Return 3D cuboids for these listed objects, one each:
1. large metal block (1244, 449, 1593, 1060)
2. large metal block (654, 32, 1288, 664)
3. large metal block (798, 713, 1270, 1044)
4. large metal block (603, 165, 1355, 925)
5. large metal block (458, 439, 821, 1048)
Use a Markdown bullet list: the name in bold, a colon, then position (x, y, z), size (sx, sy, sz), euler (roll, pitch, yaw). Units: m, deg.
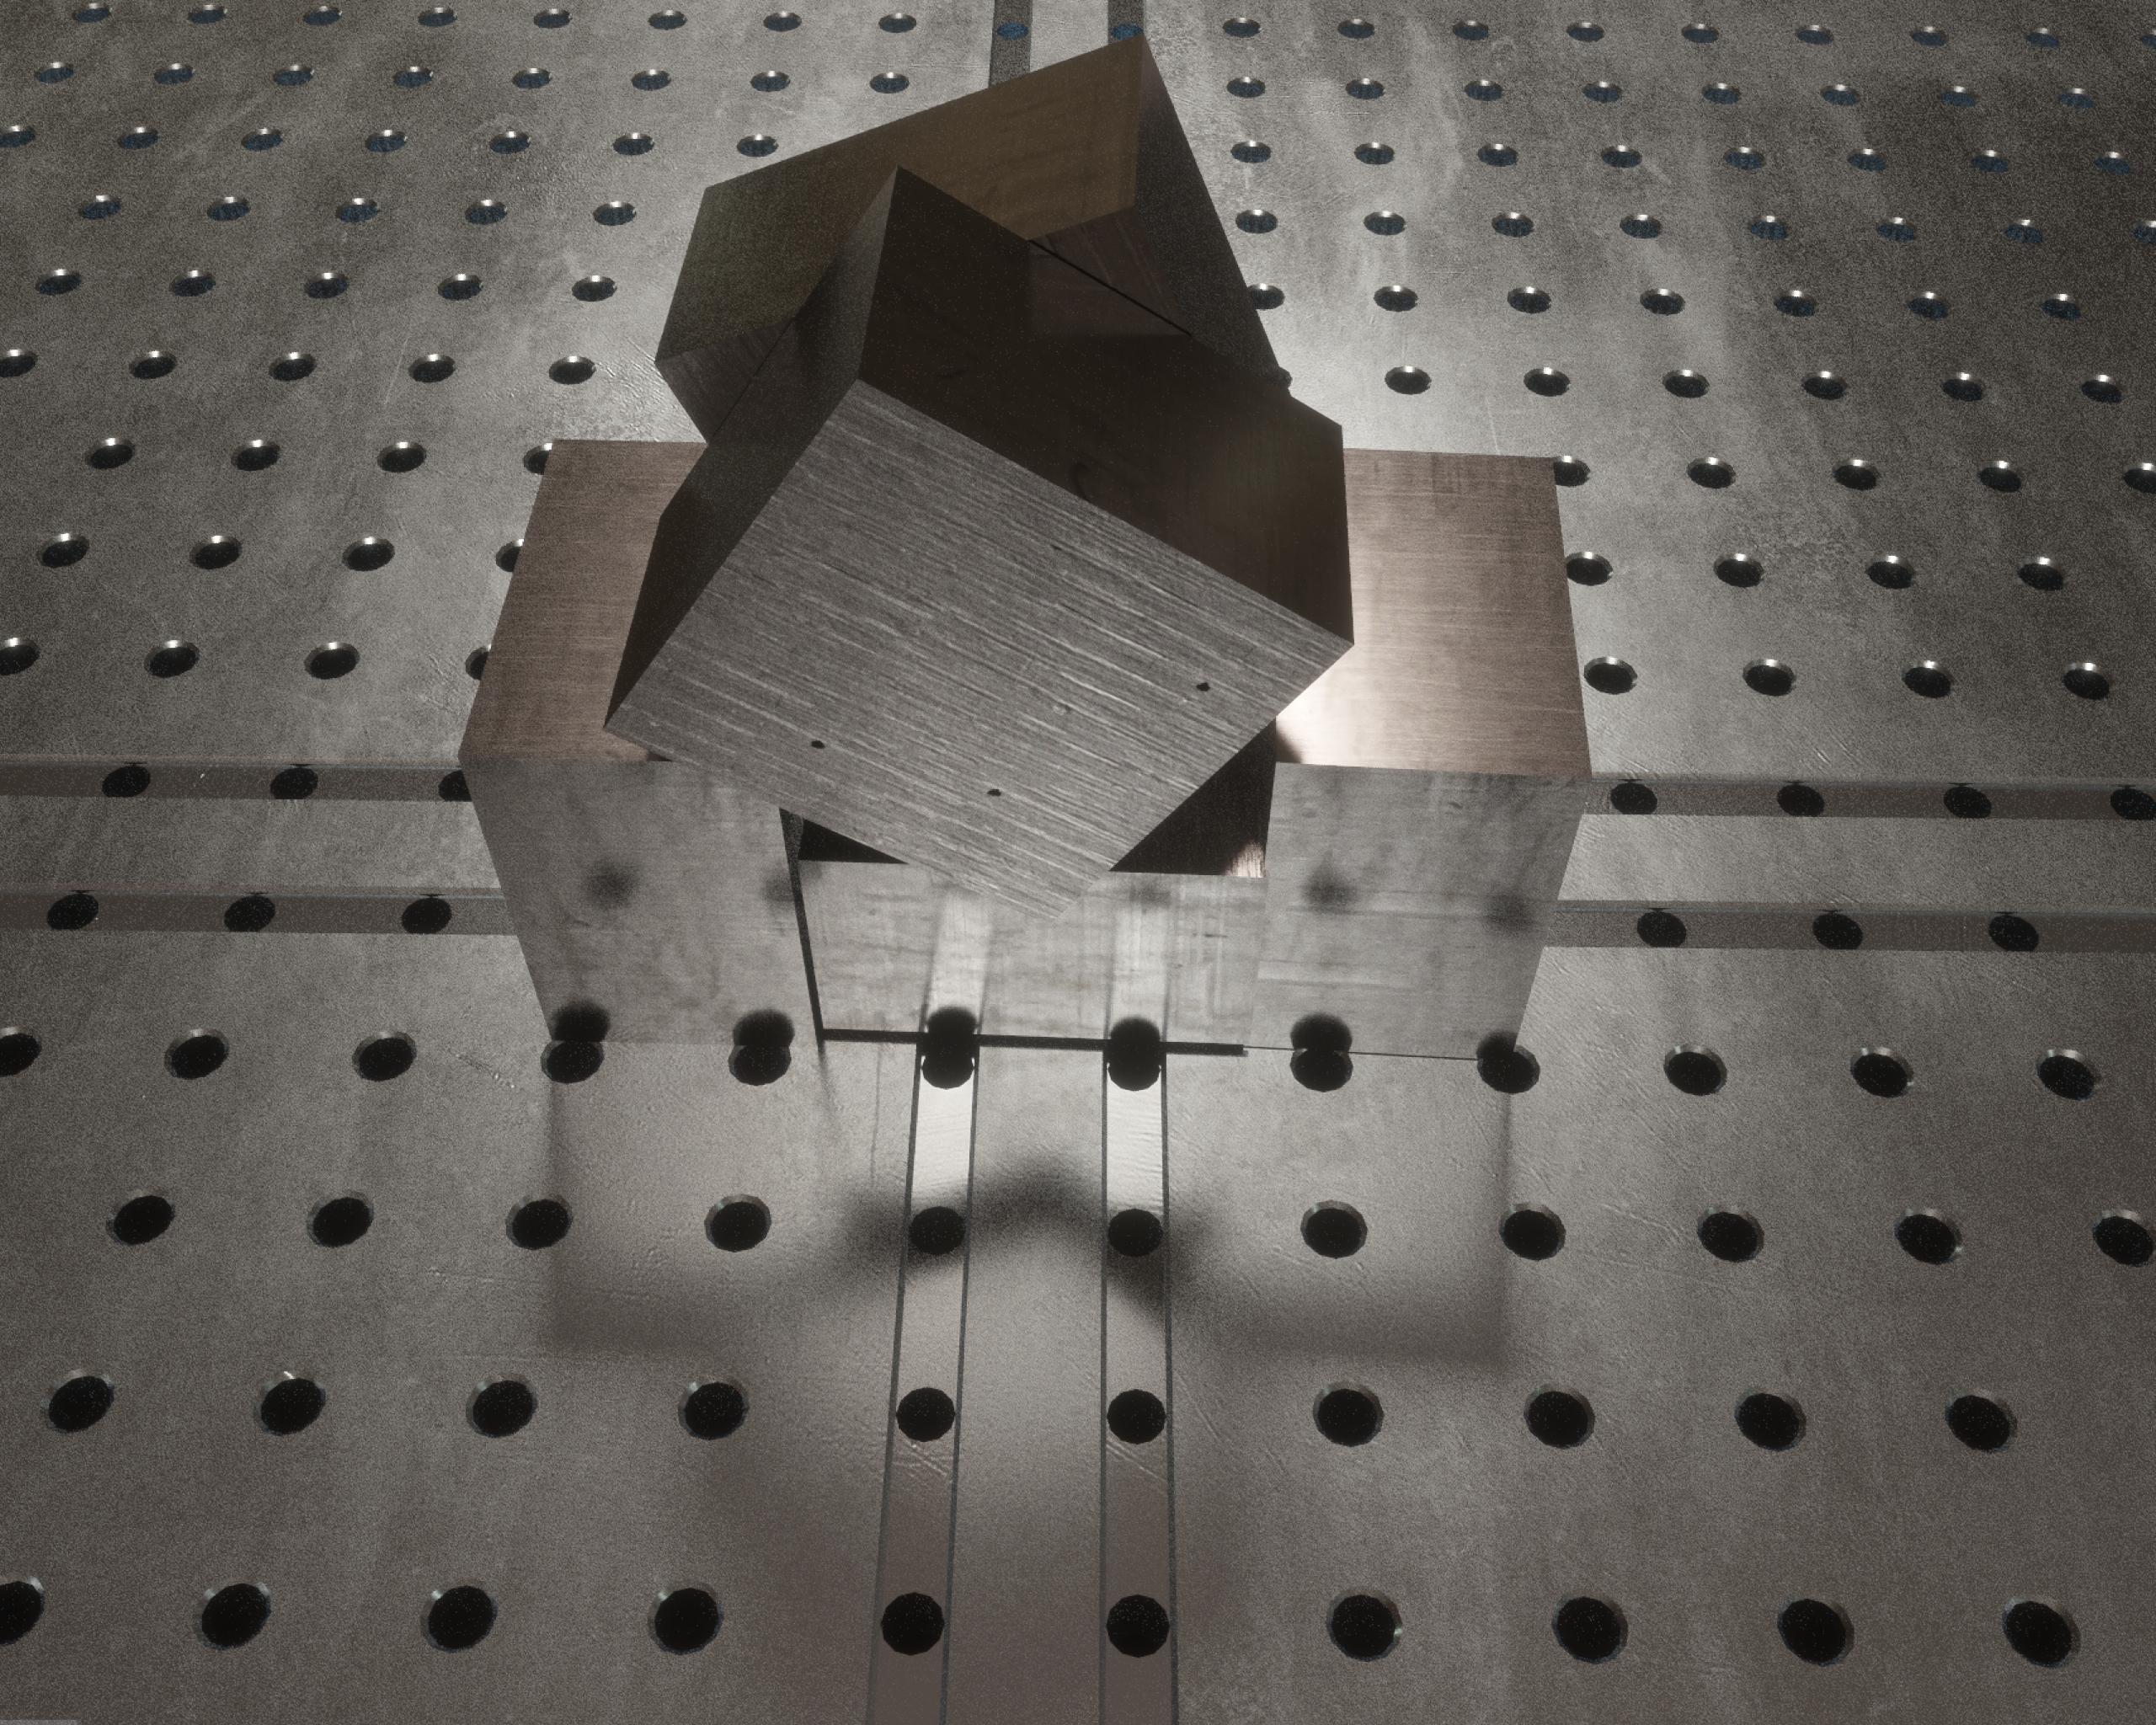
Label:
- **large metal block**: position (0.059, -0.020, 0.389), size (0.050, 0.080, 0.080), euler (3, 50, 2)
- **large metal block**: position (-0.013, -0.081, 0.357), size (0.080, 0.080, 0.050), euler (-13, 47, 18)
- **large metal block**: position (-0.006, -0.014, 0.400), size (0.081, 0.050, 0.080), euler (2, 50, 1)
- **large metal block**: position (-0.015, -0.044, 0.322), size (0.080, 0.080, 0.050), euler (25, 45, -23)
- **large metal block**: position (-0.073, -0.022, 0.389), size (0.050, 0.080, 0.080), euler (2, 50, 1)
